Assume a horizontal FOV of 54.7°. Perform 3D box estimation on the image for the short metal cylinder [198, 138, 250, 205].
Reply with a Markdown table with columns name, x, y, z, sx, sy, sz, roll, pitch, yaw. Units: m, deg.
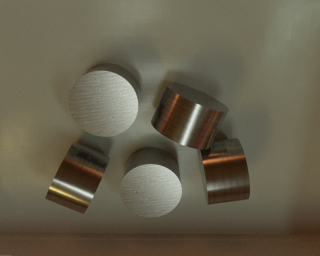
| name | x | y | z | sx | sy | sz | roll | pitch | yaw |
| --- | --- | --- | --- | --- | --- | --- | --- | --- | --- |
| short metal cylinder | 0.080 | 0.056 | 0.402 | 0.050 | 0.080 | 0.079 | -8 | 110 | 3 |

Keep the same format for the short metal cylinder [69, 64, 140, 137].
| name | x | y | z | sx | sy | sz | roll | pitch | yaw |
| --- | --- | --- | --- | --- | --- | --- | --- | --- | --- |
| short metal cylinder | -0.066 | -0.035 | 0.382 | 0.081 | 0.050 | 0.079 | 0 | 110 | -1 |

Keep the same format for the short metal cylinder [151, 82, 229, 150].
| name | x | y | z | sx | sy | sz | roll | pitch | yaw |
| --- | --- | --- | --- | --- | --- | --- | --- | --- | --- |
| short metal cylinder | 0.036 | -0.016 | 0.376 | 0.080 | 0.080 | 0.050 | 20 | 109 | -8 |

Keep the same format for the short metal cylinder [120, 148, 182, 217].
| name | x | y | z | sx | sy | sz | roll | pitch | yaw |
| --- | --- | --- | --- | --- | --- | --- | --- | --- | --- |
| short metal cylinder | -0.012 | 0.074 | 0.423 | 0.081 | 0.050 | 0.079 | 0 | 110 | -1 |

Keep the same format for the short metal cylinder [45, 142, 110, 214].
| name | x | y | z | sx | sy | sz | roll | pitch | yaw |
| --- | --- | --- | --- | --- | --- | --- | --- | --- | --- |
| short metal cylinder | -0.105 | 0.064 | 0.402 | 0.050 | 0.080 | 0.080 | 26 | 108 | -10 |
